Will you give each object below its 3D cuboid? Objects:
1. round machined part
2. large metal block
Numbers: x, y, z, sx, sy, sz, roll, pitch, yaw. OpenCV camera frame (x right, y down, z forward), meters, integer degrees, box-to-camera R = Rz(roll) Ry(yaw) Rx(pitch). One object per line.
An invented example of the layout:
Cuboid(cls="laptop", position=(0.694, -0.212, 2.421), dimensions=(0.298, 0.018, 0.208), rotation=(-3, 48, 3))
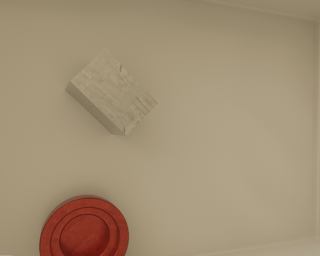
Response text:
Cuboid(cls="round machined part", position=(-0.090, 0.128, 0.368), dimensions=(0.099, 0.042, 0.097), rotation=(1, 87, -20))
Cuboid(cls="large metal block", position=(-0.060, -0.037, 0.360), dimensions=(0.080, 0.080, 0.050), rotation=(46, 76, -15))
